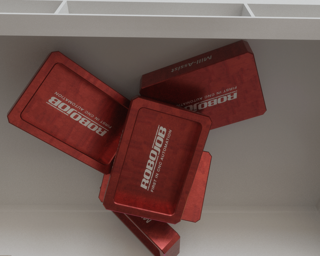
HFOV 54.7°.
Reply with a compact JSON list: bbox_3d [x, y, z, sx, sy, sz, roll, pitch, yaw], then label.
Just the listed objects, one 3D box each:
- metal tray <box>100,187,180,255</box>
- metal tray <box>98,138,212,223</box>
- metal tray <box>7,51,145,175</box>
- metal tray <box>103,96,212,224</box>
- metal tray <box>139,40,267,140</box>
[{"bbox_3d":[-0.028,0.136,0.453,0.030,0.130,0.090,-40,152,-23],"label":"metal tray"},{"bbox_3d":[-0.005,0.064,0.407,0.131,0.090,0.030,11,171,4],"label":"metal tray"},{"bbox_3d":[-0.091,-0.015,0.359,0.130,0.030,0.090,35,83,-26],"label":"metal tray"},{"bbox_3d":[-0.004,0.036,0.353,0.091,0.030,0.129,15,98,-9],"label":"metal tray"},{"bbox_3d":[0.052,-0.040,0.372,0.130,0.030,0.090,-17,128,14],"label":"metal tray"}]
